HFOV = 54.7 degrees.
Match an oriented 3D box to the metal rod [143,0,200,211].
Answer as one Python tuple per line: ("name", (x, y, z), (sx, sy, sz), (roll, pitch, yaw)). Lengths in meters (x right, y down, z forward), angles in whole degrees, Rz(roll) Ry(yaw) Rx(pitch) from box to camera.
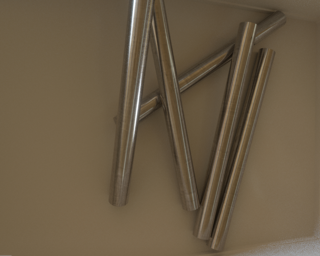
("metal rod", (0.015, -0.034, 0.389), (0.025, 0.025, 0.298), (-17, 106, -19))

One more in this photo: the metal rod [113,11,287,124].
("metal rod", (0.066, -0.086, 0.434), (0.301, 0.025, 0.025), (-35, 102, -17))

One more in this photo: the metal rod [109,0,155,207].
("metal rod", (-0.031, -0.044, 0.337), (0.025, 0.025, 0.298), (1, 114, -20))

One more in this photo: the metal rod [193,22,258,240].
("metal rod", (0.090, 0.005, 0.428), (0.025, 0.025, 0.298), (12, 92, -20))

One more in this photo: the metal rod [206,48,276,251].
("metal rod", (0.120, 0.027, 0.454), (0.025, 0.025, 0.299), (19, 84, -19))
